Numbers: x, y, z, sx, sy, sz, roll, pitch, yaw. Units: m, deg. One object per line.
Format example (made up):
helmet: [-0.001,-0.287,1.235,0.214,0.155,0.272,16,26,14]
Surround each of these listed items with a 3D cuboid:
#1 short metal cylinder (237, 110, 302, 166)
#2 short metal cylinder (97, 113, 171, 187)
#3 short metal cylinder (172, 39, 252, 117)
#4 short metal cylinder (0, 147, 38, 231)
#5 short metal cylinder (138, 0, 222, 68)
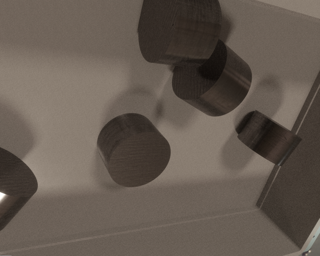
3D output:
short metal cylinder: [0.168,0.015,0.477,0.080,0.080,0.050,21,107,-37]
short metal cylinder: [-0.034,0.028,0.393,0.081,0.050,0.079,-14,125,-21]
short metal cylinder: [0.061,-0.060,0.371,0.050,0.080,0.080,27,103,-38]
short metal cylinder: [-0.175,0.059,0.315,0.050,0.080,0.080,-48,129,5]
short metal cylinder: [0.018,-0.105,0.319,0.050,0.080,0.079,1,118,-29]
